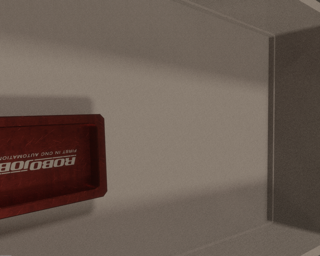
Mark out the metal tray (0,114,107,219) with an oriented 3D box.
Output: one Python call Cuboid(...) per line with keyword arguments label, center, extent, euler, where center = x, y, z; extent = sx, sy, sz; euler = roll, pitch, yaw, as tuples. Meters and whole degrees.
Cuboid(label="metal tray", center=(-0.118, 0.033, 0.305), extent=(0.131, 0.030, 0.089), euler=(-4, 93, -40))
